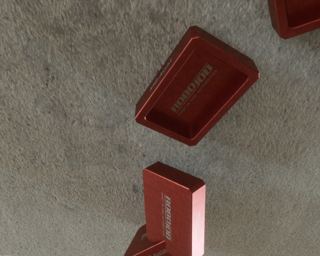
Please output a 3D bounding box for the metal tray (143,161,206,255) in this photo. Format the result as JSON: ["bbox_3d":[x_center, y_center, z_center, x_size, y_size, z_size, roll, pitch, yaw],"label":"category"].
[{"bbox_3d":[0.020,0.123,0.450,0.090,0.030,0.129,18,120,40],"label":"metal tray"}]

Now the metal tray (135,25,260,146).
[{"bbox_3d":[0.039,-0.043,0.368,0.090,0.030,0.129,25,126,-20],"label":"metal tray"}]

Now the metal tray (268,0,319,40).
[{"bbox_3d":[0.166,-0.146,0.281,0.130,0.030,0.090,-17,129,13],"label":"metal tray"}]

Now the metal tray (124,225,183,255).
[{"bbox_3d":[0.005,0.181,0.515,0.130,0.090,0.030,-35,97,26],"label":"metal tray"}]
